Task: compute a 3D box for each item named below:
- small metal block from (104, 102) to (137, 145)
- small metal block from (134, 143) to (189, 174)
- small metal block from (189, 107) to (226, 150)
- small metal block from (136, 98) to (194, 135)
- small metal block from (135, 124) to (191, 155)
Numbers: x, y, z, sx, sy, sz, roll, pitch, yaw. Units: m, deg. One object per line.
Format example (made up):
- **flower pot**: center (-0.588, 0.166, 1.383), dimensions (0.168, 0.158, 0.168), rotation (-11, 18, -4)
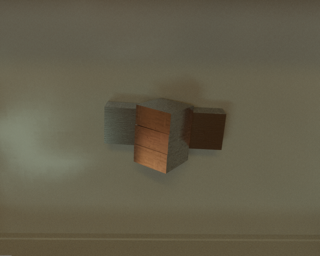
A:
- **small metal block**: center (-0.046, -0.006, 0.407), dimensions (0.050, 0.025, 0.050), rotation (4, 110, -2)
- **small metal block**: center (0.002, 0.031, 0.397), dimensions (0.050, 0.050, 0.025), rotation (16, 113, 33)
- **small metal block**: center (0.057, 0.000, 0.411), dimensions (0.050, 0.025, 0.050), rotation (3, 110, -2)
- **small metal block**: center (0.006, -0.016, 0.379), dimensions (0.050, 0.050, 0.025), rotation (17, 113, 32)
- **small metal block**: center (0.004, 0.007, 0.388), dimensions (0.050, 0.050, 0.025), rotation (16, 113, 33)
